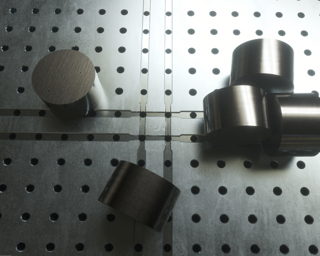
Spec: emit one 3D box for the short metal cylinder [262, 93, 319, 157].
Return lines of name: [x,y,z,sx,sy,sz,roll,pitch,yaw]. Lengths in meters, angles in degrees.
short metal cylinder: [0.162,-0.004,0.386,0.050,0.080,0.080,0,70,0]

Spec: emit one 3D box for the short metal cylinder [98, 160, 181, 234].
short metal cylinder: [-0.023,0.078,0.354,0.080,0.080,0.050,25,72,8]

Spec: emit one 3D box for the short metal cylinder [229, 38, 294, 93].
short metal cylinder: [0.135,-0.074,0.411,0.080,0.080,0.050,8,70,2]

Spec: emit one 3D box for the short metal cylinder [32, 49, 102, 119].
short metal cylinder: [-0.123,-0.058,0.418,0.081,0.050,0.080,0,70,0]

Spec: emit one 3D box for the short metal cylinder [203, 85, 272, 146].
short metal cylinder: [0.096,-0.013,0.388,0.081,0.080,0.050,0,70,-1]
